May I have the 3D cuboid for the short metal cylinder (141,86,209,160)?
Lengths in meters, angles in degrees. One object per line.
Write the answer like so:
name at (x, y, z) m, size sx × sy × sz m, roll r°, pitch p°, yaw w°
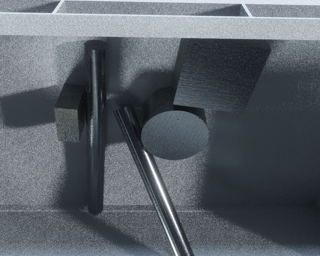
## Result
short metal cylinder at (0.018, -0.005, 0.389) m, size 0.081 × 0.050 × 0.079 m, roll -1°, pitch 130°, yaw 0°

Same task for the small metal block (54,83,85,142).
small metal block at (-0.107, -0.019, 0.375) m, size 0.025 × 0.050 × 0.050 m, roll 5°, pitch 130°, yaw -5°

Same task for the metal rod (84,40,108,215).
metal rod at (-0.088, 0.023, 0.427) m, size 0.025 × 0.025 × 0.298 m, roll 6°, pitch 130°, yaw -5°

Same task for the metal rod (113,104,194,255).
metal rod at (0.007, 0.110, 0.418) m, size 0.025 × 0.025 × 0.298 m, roll -19°, pitch 101°, yaw 15°

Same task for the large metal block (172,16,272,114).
large metal block at (0.061, -0.067, 0.337) m, size 0.081 × 0.050 × 0.079 m, roll 7°, pitch 130°, yaw -7°
